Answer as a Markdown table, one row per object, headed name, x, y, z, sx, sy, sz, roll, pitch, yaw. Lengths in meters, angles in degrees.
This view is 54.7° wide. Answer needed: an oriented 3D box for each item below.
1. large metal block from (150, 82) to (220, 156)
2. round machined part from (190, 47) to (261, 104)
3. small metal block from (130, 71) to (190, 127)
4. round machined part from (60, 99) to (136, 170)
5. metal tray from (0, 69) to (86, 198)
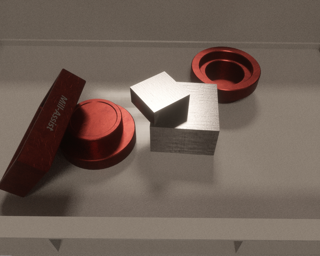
| name | x | y | z | sx | sy | sz | roll | pitch | yaw |
| --- | --- | --- | --- | --- | --- | --- | --- | --- | --- |
| large metal block | 0.031 | -0.014 | 0.401 | 0.080 | 0.050 | 0.080 | 4 | 50 | 2 |
| round machined part | 0.094 | -0.074 | 0.458 | 0.099 | 0.042 | 0.098 | 0 | 50 | 0 |
| small metal block | 0.000 | -0.036 | 0.370 | 0.050 | 0.025 | 0.050 | -28 | 56 | -22 |
| round machined part | -0.081 | 0.001 | 0.392 | 0.099 | 0.042 | 0.098 | 1 | 50 | 0 |
| metal tray | -0.133 | 0.004 | 0.356 | 0.030 | 0.090 | 0.130 | 29 | 47 | -23 |
